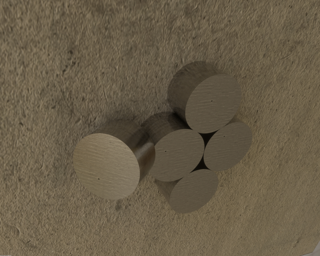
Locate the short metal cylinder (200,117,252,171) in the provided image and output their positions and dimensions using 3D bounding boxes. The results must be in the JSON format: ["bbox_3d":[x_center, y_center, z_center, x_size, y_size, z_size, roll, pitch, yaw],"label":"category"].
[{"bbox_3d":[0.085,0.015,0.448,0.081,0.050,0.079,-14,124,-21],"label":"short metal cylinder"}]

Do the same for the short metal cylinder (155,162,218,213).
[{"bbox_3d":[0.039,0.080,0.463,0.081,0.050,0.079,-14,124,-21],"label":"short metal cylinder"}]

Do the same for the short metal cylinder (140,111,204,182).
[{"bbox_3d":[0.011,0.024,0.413,0.081,0.050,0.079,-14,124,-21],"label":"short metal cylinder"}]

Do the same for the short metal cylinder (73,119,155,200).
[{"bbox_3d":[-0.051,0.035,0.359,0.080,0.050,0.079,6,111,17],"label":"short metal cylinder"}]

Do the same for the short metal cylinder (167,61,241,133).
[{"bbox_3d":[0.056,-0.040,0.398,0.081,0.050,0.079,-14,124,-21],"label":"short metal cylinder"}]
